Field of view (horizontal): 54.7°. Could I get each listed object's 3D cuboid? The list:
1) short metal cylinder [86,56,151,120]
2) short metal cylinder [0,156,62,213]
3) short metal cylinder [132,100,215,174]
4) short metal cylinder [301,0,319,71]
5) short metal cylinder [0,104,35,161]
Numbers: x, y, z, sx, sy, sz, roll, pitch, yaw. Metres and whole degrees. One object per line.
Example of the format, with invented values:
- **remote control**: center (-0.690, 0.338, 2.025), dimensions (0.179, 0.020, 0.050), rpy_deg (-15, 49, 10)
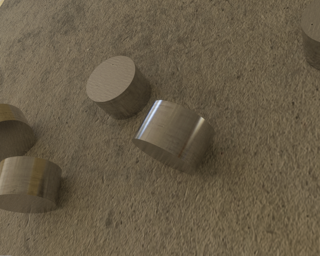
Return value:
- **short metal cylinder**: center (-0.060, -0.059, 0.455), dimensions (0.080, 0.050, 0.080), rpy_deg (-13, 56, 21)
- **short metal cylinder**: center (-0.176, 0.078, 0.414), dimensions (0.080, 0.080, 0.050), rpy_deg (-15, 56, 20)
- **short metal cylinder**: center (0.015, 0.012, 0.354), dimensions (0.080, 0.080, 0.050), rpy_deg (18, 72, 35)
- **short metal cylinder**: center (0.204, -0.108, 0.347), dimensions (0.080, 0.050, 0.080), rpy_deg (-13, 56, 21)
- **short metal cylinder**: center (-0.250, 0.008, 0.496), dimensions (0.080, 0.080, 0.050), rpy_deg (-44, 51, -2)
